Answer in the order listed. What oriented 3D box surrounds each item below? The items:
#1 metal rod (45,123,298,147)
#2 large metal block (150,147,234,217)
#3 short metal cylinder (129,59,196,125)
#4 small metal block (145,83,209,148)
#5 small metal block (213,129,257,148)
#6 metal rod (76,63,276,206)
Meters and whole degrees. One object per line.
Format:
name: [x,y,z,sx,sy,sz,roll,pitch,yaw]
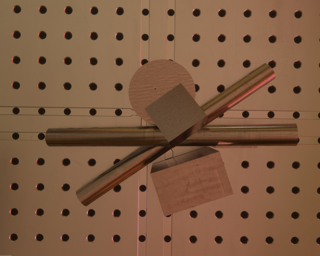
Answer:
metal rod: [0.003,0.010,0.375,0.301,0.025,0.025,-1,90,13]
large metal block: [0.035,0.061,0.382,0.080,0.080,0.050,-18,90,0]
short metal cylinder: [0.003,-0.043,0.397,0.081,0.050,0.079,0,89,0]
small metal block: [0.019,-0.014,0.352,0.050,0.025,0.050,-35,68,0]
small metal block: [0.093,0.012,0.398,0.050,0.050,0.025,0,90,1]
metal rod: [0.021,0.009,0.411,0.301,0.025,0.025,-34,90,0]
